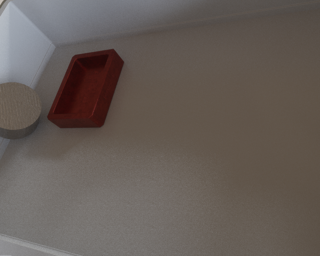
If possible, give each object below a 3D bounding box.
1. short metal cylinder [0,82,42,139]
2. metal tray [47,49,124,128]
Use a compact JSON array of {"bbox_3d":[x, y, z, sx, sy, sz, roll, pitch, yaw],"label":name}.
[{"bbox_3d":[-0.236,-0.027,0.499,0.050,0.080,0.080,-39,34,59],"label":"short metal cylinder"},{"bbox_3d":[-0.118,-0.064,0.501,0.090,0.030,0.130,-1,61,27],"label":"metal tray"}]
